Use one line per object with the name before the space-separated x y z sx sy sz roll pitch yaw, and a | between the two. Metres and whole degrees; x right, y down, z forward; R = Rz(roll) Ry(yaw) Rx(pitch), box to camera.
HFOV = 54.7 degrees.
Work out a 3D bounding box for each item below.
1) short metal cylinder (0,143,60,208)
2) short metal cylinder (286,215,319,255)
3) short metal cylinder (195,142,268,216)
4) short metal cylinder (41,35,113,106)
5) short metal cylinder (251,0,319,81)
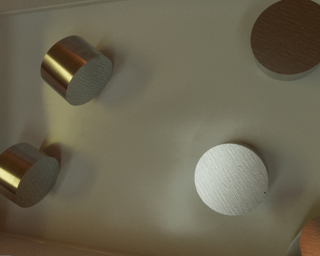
short metal cylinder | -0.195 0.068 0.450 0.050 0.080 0.080 25 98 18
short metal cylinder | 0.176 0.135 0.313 0.080 0.050 0.080 -1 50 2
short metal cylinder | 0.086 0.057 0.367 0.080 0.050 0.080 0 90 20
short metal cylinder | -0.112 -0.077 0.421 0.050 0.080 0.080 40 103 15
short metal cylinder | 0.145 -0.096 0.346 0.080 0.050 0.080 0 90 20
